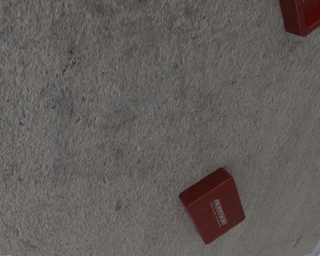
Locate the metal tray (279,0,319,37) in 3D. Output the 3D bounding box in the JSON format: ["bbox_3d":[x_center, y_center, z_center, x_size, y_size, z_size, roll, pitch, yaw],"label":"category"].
[{"bbox_3d":[0.217,-0.193,0.402,0.130,0.030,0.090,-36,129,-4],"label":"metal tray"}]

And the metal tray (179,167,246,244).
[{"bbox_3d":[0.095,0.139,0.541,0.090,0.030,0.130,-31,129,-8],"label":"metal tray"}]
